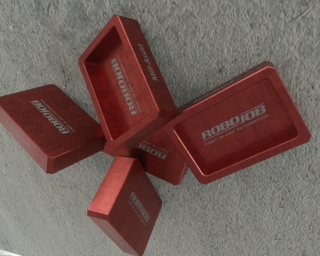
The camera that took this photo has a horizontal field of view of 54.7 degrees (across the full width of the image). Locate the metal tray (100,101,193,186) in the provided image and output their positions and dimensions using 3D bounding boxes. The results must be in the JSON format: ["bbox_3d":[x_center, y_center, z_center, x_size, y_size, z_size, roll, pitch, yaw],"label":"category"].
[{"bbox_3d":[-0.019,0.014,0.422,0.130,0.030,0.089,23,127,13],"label":"metal tray"}]

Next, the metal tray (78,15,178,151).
[{"bbox_3d":[-0.042,-0.050,0.357,0.090,0.030,0.130,-36,70,38],"label":"metal tray"}]

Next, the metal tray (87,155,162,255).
[{"bbox_3d":[-0.042,0.110,0.430,0.030,0.090,0.130,6,142,26],"label":"metal tray"}]

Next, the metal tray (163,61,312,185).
[{"bbox_3d":[0.081,-0.002,0.339,0.130,0.030,0.090,-28,104,22],"label":"metal tray"}]

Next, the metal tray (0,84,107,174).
[{"bbox_3d":[-0.147,-0.005,0.419,0.130,0.091,0.030,39,131,23],"label":"metal tray"}]
